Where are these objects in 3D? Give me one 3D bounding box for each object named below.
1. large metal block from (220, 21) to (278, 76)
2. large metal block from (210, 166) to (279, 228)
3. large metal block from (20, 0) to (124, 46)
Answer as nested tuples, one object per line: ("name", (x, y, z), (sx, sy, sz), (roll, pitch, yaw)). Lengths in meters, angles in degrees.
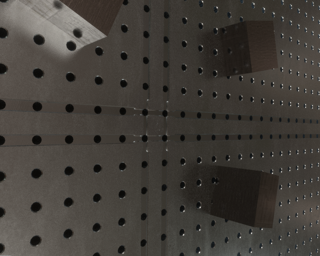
("large metal block", (0.152, -0.134, 0.523), (0.081, 0.050, 0.079), (-16, 101, -39))
("large metal block", (0.133, 0.107, 0.488), (0.050, 0.080, 0.080), (18, 79, -39))
("large metal block", (-0.085, -0.147, 0.323), (0.080, 0.050, 0.080), (32, 70, -36))
